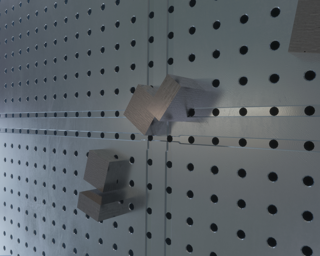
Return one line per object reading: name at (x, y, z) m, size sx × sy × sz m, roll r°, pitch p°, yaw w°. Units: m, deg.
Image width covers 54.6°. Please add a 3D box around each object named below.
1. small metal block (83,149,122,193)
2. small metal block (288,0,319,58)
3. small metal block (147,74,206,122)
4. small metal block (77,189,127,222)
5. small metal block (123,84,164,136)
small metal block at (-0.091, 0.066, 0.486) m, size 0.050 × 0.025 × 0.050 m, roll 23°, pitch 104°, yaw 38°
small metal block at (0.152, -0.091, 0.284) m, size 0.050 × 0.025 × 0.050 m, roll 15°, pitch 99°, yaw 39°
small metal block at (0.020, -0.035, 0.378) m, size 0.025 × 0.050 × 0.050 m, roll 48°, pitch 118°, yaw 29°
small metal block at (-0.087, 0.113, 0.467) m, size 0.050 × 0.050 × 0.025 m, roll 18°, pitch 102°, yaw 38°
small metal block at (-0.017, -0.025, 0.425) m, size 0.050 × 0.025 × 0.050 m, roll 43°, pitch 116°, yaw 31°
